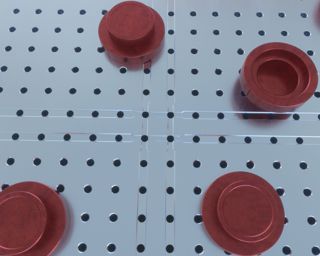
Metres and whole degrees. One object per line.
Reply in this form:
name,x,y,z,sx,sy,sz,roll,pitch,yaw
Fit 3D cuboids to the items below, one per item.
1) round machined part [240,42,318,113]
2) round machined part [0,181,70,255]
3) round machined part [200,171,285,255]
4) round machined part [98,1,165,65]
round machined part,0.159,-0.065,0.427,0.099,0.042,0.098,0,70,0
round machined part,-0.160,0.111,0.362,0.099,0.042,0.098,0,70,0
round machined part,0.099,0.099,0.367,0.099,0.042,0.098,0,70,0
round machined part,-0.042,-0.146,0.456,0.099,0.042,0.098,0,70,0
